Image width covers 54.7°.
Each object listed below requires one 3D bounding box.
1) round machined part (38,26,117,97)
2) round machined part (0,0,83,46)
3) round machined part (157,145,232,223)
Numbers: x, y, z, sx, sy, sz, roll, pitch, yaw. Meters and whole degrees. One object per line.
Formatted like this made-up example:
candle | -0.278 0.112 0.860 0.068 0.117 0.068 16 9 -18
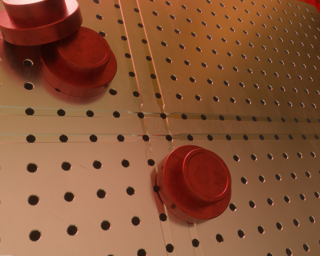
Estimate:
round machined part | -0.102 -0.092 0.399 0.099 0.042 0.098 14 56 -21
round machined part | -0.148 -0.143 0.376 0.099 0.042 0.098 -3 44 3
round machined part | 0.049 0.065 0.386 0.099 0.042 0.098 14 56 -21
